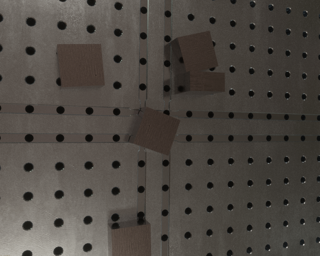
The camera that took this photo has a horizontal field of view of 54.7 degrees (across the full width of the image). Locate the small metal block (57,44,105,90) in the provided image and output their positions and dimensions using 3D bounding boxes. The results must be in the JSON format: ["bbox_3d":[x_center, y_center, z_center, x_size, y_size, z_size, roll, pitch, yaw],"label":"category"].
[{"bbox_3d":[-0.097,-0.074,0.377,0.050,0.025,0.050,-6,92,-20],"label":"small metal block"}]

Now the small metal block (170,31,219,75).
[{"bbox_3d":[0.048,-0.103,0.431,0.050,0.025,0.050,-18,96,-20],"label":"small metal block"}]

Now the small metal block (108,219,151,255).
[{"bbox_3d":[-0.039,0.148,0.399,0.050,0.025,0.050,-2,91,-20],"label":"small metal block"}]

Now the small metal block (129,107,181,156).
[{"bbox_3d":[-0.007,0.004,0.411,0.050,0.025,0.050,21,83,-19],"label":"small metal block"}]

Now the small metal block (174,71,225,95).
[{"bbox_3d":[0.053,-0.060,0.420,0.050,0.050,0.025,-1,91,-20],"label":"small metal block"}]
